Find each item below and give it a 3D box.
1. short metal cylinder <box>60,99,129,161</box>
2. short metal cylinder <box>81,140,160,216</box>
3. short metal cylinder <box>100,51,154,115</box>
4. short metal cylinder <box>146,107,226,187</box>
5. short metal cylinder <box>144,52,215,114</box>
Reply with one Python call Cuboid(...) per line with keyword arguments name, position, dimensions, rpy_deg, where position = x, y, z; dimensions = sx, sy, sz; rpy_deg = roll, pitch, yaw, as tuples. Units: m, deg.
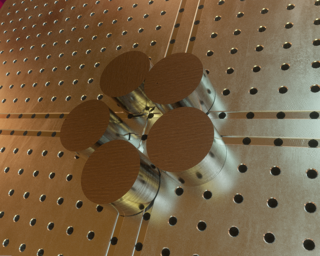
Cuboid(name="short metal cylinder", position=(-0.091, 0.007, 0.436), dimensions=(0.080, 0.050, 0.080), rpy_deg=(-13, 57, 21))
Cuboid(name="short metal cylinder", position=(-0.048, 0.061, 0.378), dimensions=(0.080, 0.050, 0.080), rpy_deg=(-14, 55, 21))
Cuboid(name="short metal cylinder", position=(-0.040, -0.065, 0.452), dimensions=(0.080, 0.050, 0.080), rpy_deg=(-13, 56, 21))
Cuboid(name="short metal cylinder", position=(0.031, 0.022, 0.361), dimensions=(0.080, 0.050, 0.080), rpy_deg=(-13, 58, 21))
Cuboid(name="short metal cylinder", position=(0.026, -0.052, 0.409), dimensions=(0.080, 0.050, 0.080), rpy_deg=(-13, 56, 21))
